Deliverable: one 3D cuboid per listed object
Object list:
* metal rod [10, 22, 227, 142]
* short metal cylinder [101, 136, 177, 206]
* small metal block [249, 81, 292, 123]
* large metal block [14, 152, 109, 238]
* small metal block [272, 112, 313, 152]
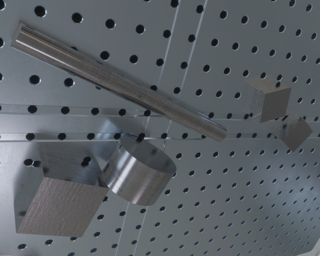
[{"bbox_3d":[-0.021,-0.039,0.375,0.302,0.025,0.025,23,106,-37],"label":"metal rod"},{"bbox_3d":[-0.026,0.053,0.394,0.080,0.080,0.050,21,107,-36],"label":"short metal cylinder"},{"bbox_3d":[0.170,-0.040,0.479,0.050,0.025,0.050,-15,125,-20],"label":"small metal block"},{"bbox_3d":[-0.122,0.084,0.380,0.080,0.050,0.080,19,108,-36],"label":"large metal block"},{"bbox_3d":[0.233,0.008,0.543,0.050,0.025,0.050,-49,129,6],"label":"small metal block"}]
